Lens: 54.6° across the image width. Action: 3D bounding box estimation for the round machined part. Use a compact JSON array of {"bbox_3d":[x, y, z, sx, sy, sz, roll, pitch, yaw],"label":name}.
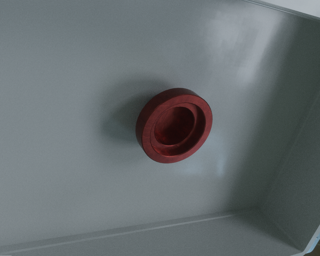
[{"bbox_3d":[0.014,-0.006,0.397,0.099,0.042,0.097,-14,124,-21],"label":"round machined part"}]
